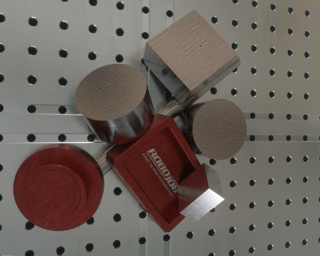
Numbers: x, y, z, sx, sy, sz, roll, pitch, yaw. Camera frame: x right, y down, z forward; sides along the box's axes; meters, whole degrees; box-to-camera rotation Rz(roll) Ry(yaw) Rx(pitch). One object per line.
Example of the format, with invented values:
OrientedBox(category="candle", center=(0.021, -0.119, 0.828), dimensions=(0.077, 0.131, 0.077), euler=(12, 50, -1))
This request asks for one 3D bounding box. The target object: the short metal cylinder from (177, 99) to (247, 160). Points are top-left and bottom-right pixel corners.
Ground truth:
OrientedBox(category="short metal cylinder", center=(0.070, 0.002, 0.424), dimensions=(0.081, 0.050, 0.079), euler=(0, 90, -20))

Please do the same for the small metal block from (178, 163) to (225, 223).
OrientedBox(category="small metal block", center=(0.049, 0.080, 0.387), dimensions=(0.025, 0.050, 0.050), euler=(37, 113, -19))

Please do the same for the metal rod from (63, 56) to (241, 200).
OrientedBox(category="metal rod", center=(-0.005, -0.009, 0.412), dimensions=(0.301, 0.025, 0.025), euler=(-39, 103, -15))

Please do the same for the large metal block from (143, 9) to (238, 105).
OrientedBox(category="large metal block", center=(0.037, -0.090, 0.400), dimensions=(0.080, 0.050, 0.080), euler=(-39, 83, -16))

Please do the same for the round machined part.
OrientedBox(category="round machined part", center=(-0.114, 0.070, 0.348), dimensions=(0.099, 0.042, 0.097), euler=(-1, 96, -5))

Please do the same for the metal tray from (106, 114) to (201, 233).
OrientedBox(category="metal tray", center=(0.004, 0.058, 0.396), dimensions=(0.090, 0.030, 0.130), euler=(-39, 115, -15))

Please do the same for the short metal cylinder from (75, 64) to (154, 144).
OrientedBox(category="short metal cylinder", center=(-0.050, -0.028, 0.359), dimensions=(0.080, 0.050, 0.080), euler=(-5, 57, 7))
